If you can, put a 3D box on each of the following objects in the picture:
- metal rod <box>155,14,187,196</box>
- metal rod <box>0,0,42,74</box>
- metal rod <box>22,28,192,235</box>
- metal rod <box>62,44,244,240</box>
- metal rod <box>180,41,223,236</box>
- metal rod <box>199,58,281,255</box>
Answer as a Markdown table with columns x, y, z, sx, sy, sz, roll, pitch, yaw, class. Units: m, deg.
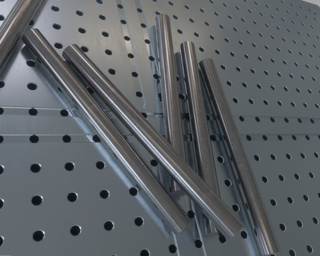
| x | y | z | sx | sy | sz | roll | pitch | yaw | class |
| --- | --- | --- | --- | --- | --- | --- | --- | --- | --- |
| 0.014 | -0.052 | 0.446 | 0.025 | 0.025 | 0.299 | 10 | 58 | -23 | metal rod |
| -0.185 | -0.108 | 0.374 | 0.025 | 0.025 | 0.300 | 20 | 54 | -16 | metal rod |
| -0.068 | -0.002 | 0.372 | 0.025 | 0.025 | 0.300 | -34 | 81 | -38 | metal rod |
| -0.017 | 0.006 | 0.372 | 0.300 | 0.025 | 0.025 | 47 | 51 | 13 | metal rod |
| 0.055 | -0.005 | 0.440 | 0.025 | 0.025 | 0.299 | 9 | 58 | -23 | metal rod |
| 0.107 | 0.024 | 0.450 | 0.025 | 0.025 | 0.299 | 1 | 61 | -28 | metal rod |
